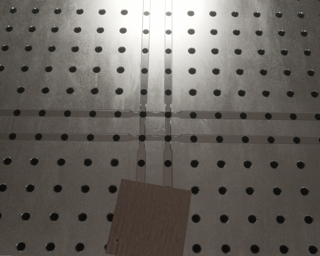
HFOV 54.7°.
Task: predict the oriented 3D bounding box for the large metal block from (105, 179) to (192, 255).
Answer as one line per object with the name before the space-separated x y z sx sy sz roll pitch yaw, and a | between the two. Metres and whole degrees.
large metal block | -0.011 0.109 0.358 0.080 0.050 0.080 9 70 3
